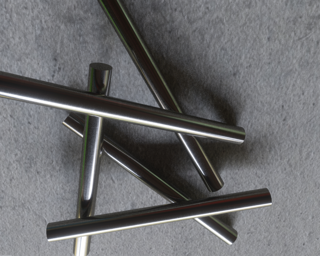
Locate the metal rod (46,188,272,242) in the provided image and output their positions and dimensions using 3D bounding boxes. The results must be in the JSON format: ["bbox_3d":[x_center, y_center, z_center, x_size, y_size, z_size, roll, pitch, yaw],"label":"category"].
[{"bbox_3d":[0.000,0.118,0.423,0.302,0.025,0.025,-9,110,-2],"label":"metal rod"}]

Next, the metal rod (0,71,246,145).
[{"bbox_3d":[-0.028,-0.017,0.353,0.302,0.025,0.025,11,111,-25],"label":"metal rod"}]

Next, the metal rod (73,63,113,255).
[{"bbox_3d":[-0.093,0.061,0.409,0.025,0.025,0.298,10,118,-4],"label":"metal rod"}]

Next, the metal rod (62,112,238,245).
[{"bbox_3d":[-0.005,0.076,0.437,0.301,0.025,0.025,38,105,-14],"label":"metal rod"}]

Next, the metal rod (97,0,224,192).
[{"bbox_3d":[0.007,-0.039,0.395,0.025,0.025,0.299,-28,108,9],"label":"metal rod"}]
